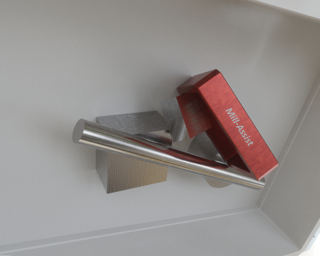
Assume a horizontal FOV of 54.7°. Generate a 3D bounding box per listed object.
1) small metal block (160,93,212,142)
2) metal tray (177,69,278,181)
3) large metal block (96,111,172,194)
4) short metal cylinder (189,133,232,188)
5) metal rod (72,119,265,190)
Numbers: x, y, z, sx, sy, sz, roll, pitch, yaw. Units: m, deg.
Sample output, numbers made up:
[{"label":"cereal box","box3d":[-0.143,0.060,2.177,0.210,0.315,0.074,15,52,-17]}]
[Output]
[{"label":"small metal block","box3d":[0.032,-0.015,0.373,0.050,0.025,0.050,-23,96,-48]},{"label":"metal tray","box3d":[0.077,-0.005,0.374,0.030,0.090,0.130,-36,100,-6]},{"label":"large metal block","box3d":[-0.034,0.028,0.391,0.081,0.050,0.079,-8,122,-25]},{"label":"short metal cylinder","box3d":[0.090,0.043,0.469,0.081,0.050,0.079,-14,125,-21]},{"label":"metal rod","box3d":[0.036,0.043,0.389,0.302,0.025,0.025,19,108,-36]}]
